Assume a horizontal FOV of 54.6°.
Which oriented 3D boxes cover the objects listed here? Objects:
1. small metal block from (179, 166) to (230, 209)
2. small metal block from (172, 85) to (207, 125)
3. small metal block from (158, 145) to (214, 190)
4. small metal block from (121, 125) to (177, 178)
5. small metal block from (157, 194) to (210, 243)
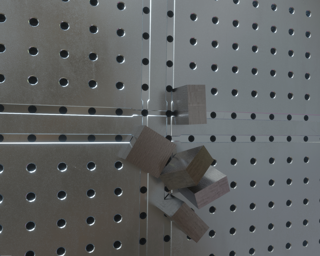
[{"bbox_3d":[0.057,0.076,0.417,0.050,0.050,0.025,-25,115,-18],"label":"small metal block"},{"bbox_3d":[0.038,-0.030,0.413,0.025,0.050,0.050,-3,91,-20],"label":"small metal block"},{"bbox_3d":[0.034,0.052,0.403,0.025,0.050,0.050,55,47,-12],"label":"small metal block"},{"bbox_3d":[-0.015,0.031,0.407,0.050,0.025,0.050,33,79,-17],"label":"small metal block"},{"bbox_3d":[0.030,0.118,0.410,0.025,0.050,0.050,-46,104,-14],"label":"small metal block"}]
